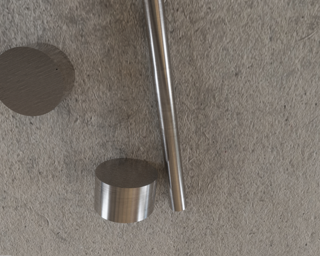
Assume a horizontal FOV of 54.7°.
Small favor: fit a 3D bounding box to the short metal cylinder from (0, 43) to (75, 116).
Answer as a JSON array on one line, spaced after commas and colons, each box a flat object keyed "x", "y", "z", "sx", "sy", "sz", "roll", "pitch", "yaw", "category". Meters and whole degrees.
[{"x": -0.149, "y": -0.060, "z": 0.373, "sx": 0.081, "sy": 0.050, "sz": 0.079, "roll": 0, "pitch": 110, "yaw": 0, "category": "short metal cylinder"}]

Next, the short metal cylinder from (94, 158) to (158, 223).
[{"x": -0.045, "y": 0.080, "z": 0.409, "sx": 0.081, "sy": 0.080, "sz": 0.050, "roll": 5, "pitch": 110, "yaw": -2, "category": "short metal cylinder"}]

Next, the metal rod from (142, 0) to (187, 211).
[{"x": 0.008, "y": -0.024, "z": 0.400, "sx": 0.025, "sy": 0.025, "sz": 0.298, "roll": -7, "pitch": 110, "yaw": 2, "category": "metal rod"}]
